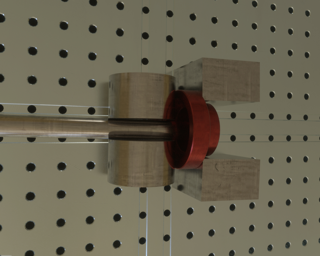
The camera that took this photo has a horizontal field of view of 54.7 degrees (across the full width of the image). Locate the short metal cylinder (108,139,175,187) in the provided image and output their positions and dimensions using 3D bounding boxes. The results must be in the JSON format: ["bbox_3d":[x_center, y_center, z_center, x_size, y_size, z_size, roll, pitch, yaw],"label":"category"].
[{"bbox_3d":[-0.022,0.039,0.374,0.081,0.080,0.050,1,90,-20],"label":"short metal cylinder"}]

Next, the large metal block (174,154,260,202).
[{"bbox_3d":[0.073,0.062,0.411,0.081,0.080,0.050,3,89,-20],"label":"large metal block"}]

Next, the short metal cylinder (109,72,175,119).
[{"bbox_3d":[-0.022,-0.036,0.375,0.081,0.080,0.050,1,91,-20],"label":"short metal cylinder"}]

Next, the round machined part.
[{"bbox_3d":[0.040,0.002,0.388,0.042,0.098,0.097,1,90,-20],"label":"round machined part"}]

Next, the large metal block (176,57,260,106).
[{"bbox_3d":[0.073,-0.058,0.411,0.081,0.080,0.050,0,90,-20],"label":"large metal block"}]

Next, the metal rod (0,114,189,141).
[{"bbox_3d":[-0.105,0.000,0.361,0.302,0.025,0.025,2,90,-16],"label":"metal rod"}]
